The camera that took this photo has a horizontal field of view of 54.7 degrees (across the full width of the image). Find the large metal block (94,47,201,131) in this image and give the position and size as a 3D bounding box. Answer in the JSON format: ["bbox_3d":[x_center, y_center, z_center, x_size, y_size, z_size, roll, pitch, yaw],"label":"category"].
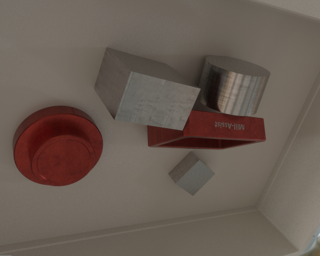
[{"bbox_3d":[-0.017,-0.043,0.338,0.081,0.080,0.050,9,114,-32],"label":"large metal block"}]

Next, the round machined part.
[{"bbox_3d":[-0.113,0.027,0.354,0.099,0.042,0.097,-14,125,-21],"label":"round machined part"}]

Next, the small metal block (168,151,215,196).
[{"bbox_3d":[0.050,0.071,0.482,0.050,0.025,0.050,-46,130,3],"label":"small metal block"}]

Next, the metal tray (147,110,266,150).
[{"bbox_3d":[0.060,0.006,0.406,0.131,0.090,0.030,4,77,-31],"label":"metal tray"}]

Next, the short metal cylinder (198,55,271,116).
[{"bbox_3d":[0.091,-0.055,0.391,0.081,0.080,0.050,-3,120,-28],"label":"short metal cylinder"}]
